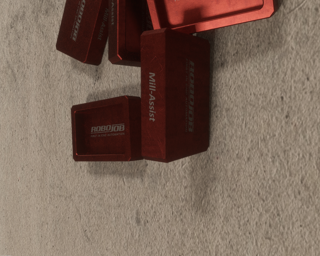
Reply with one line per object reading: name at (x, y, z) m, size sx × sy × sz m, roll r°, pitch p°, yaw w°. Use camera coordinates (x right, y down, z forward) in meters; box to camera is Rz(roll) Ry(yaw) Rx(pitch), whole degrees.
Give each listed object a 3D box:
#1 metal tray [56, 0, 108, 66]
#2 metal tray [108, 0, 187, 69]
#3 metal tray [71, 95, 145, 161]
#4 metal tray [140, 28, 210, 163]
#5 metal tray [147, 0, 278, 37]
metal tray at (-0.118, -0.176, 0.496) m, size 0.090 × 0.030 × 0.129 m, roll 30°, pitch 108°, yaw 35°
metal tray at (-0.013, -0.139, 0.368) m, size 0.030 × 0.091 × 0.129 m, roll 1°, pitch 91°, yaw 61°
metal tray at (-0.082, 0.004, 0.466) m, size 0.130 × 0.030 × 0.089 m, roll -5°, pitch 87°, yaw 39°
metal tray at (0.020, -0.034, 0.337) m, size 0.030 × 0.091 × 0.129 m, roll 4°, pitch 97°, yaw 36°
metal tray at (0.048, -0.149, 0.322) m, size 0.130 × 0.030 × 0.089 m, roll -3°, pitch 112°, yaw 28°
